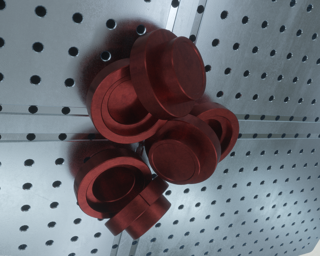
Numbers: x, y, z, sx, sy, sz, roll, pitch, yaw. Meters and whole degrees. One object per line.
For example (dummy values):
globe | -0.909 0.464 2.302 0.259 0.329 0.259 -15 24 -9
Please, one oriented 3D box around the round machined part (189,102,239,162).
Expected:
round machined part | 0.058 0.007 0.435 0.099 0.042 0.097 -14 124 -21

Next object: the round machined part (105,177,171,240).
round machined part | -0.023 0.111 0.418 0.098 0.098 0.042 -42 85 -4

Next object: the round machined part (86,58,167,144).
round machined part | -0.036 -0.034 0.358 0.099 0.042 0.097 -14 124 -21

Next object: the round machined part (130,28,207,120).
round machined part | 0.016 -0.060 0.335 0.098 0.042 0.098 18 67 -51

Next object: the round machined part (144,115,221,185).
round machined part | 0.024 0.033 0.394 0.042 0.098 0.097 -51 148 -52

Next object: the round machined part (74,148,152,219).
round machined part | -0.063 0.067 0.406 0.099 0.042 0.097 -14 124 -21
